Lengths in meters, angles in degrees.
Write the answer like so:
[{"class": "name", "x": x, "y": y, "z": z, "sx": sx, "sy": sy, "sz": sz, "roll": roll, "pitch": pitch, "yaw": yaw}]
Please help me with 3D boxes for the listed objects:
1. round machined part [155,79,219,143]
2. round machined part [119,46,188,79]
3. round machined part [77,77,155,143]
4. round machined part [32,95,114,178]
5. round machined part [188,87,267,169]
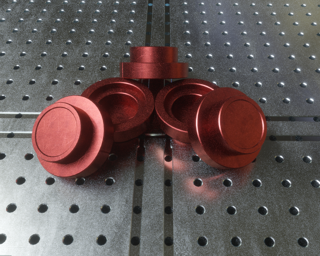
[{"class": "round machined part", "x": 0.043, "y": -0.018, "z": 0.412, "sx": 0.099, "sy": 0.042, "sz": 0.098, "roll": 0, "pitch": 50, "yaw": 0}, {"class": "round machined part", "x": -0.009, "y": -0.094, "z": 0.442, "sx": 0.099, "sy": 0.042, "sz": 0.098, "roll": 0, "pitch": 12, "yaw": 0}, {"class": "round machined part", "x": -0.056, "y": -0.019, "z": 0.411, "sx": 0.099, "sy": 0.042, "sz": 0.098, "roll": 0, "pitch": 50, "yaw": 0}, {"class": "round machined part", "x": -0.107, "y": 0.008, "z": 0.358, "sx": 0.098, "sy": 0.042, "sz": 0.098, "roll": -5, "pitch": 76, "yaw": 21}, {"class": "round machined part", "x": 0.085, "y": -0.001, "z": 0.364, "sx": 0.099, "sy": 0.042, "sz": 0.097, "roll": 5, "pitch": 79, "yaw": -25}]
